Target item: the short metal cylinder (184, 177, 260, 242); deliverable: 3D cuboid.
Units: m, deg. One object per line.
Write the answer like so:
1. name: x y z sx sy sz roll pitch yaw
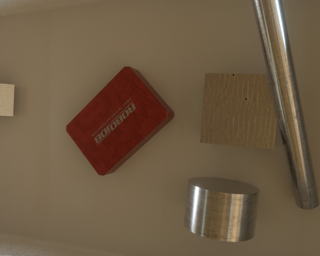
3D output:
1. short metal cylinder: 0.070 0.090 0.356 0.080 0.080 0.050 6 92 19

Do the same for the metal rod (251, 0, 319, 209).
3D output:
1. metal rod: 0.121 -0.048 0.305 0.025 0.025 0.298 -13 110 19

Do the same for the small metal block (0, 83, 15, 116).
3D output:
1. small metal block: -0.257 -0.045 0.483 0.025 0.050 0.050 5 92 59

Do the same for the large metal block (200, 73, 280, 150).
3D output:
1. large metal block: 0.095 -0.020 0.364 0.080 0.050 0.079 5 92 19

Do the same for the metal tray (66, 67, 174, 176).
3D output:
1. metal tray: -0.057 -0.008 0.427 0.130 0.030 0.090 -43 77 14
